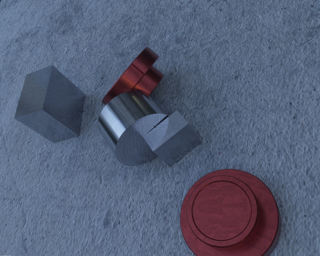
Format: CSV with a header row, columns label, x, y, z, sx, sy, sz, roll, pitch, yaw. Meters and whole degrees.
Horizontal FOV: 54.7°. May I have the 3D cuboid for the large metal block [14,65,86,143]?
label,x,y,z,sx,sy,sz,roll,pitch,yaw
large metal block,-0.164,-0.034,0.473,0.050,0.080,0.080,-14,56,20

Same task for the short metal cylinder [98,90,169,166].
label,x,y,z,sx,sy,sz,roll,pitch,yaw
short metal cylinder,-0.029,0.001,0.382,0.080,0.080,0.050,-41,52,0

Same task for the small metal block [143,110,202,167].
label,x,y,z,sx,sy,sz,roll,pitch,yaw
small metal block,0.016,0.014,0.370,0.050,0.050,0.025,-39,52,2

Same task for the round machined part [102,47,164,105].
label,x,y,z,sx,sy,sz,roll,pitch,yaw
round machined part,-0.032,-0.060,0.423,0.098,0.042,0.098,-49,9,11

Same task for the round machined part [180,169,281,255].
label,x,y,z,sx,sy,sz,roll,pitch,yaw
round machined part,0.065,0.086,0.306,0.098,0.042,0.098,-13,56,20
